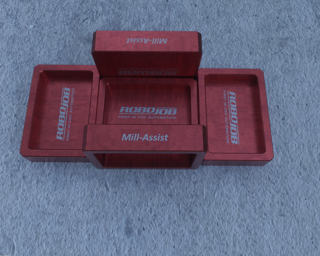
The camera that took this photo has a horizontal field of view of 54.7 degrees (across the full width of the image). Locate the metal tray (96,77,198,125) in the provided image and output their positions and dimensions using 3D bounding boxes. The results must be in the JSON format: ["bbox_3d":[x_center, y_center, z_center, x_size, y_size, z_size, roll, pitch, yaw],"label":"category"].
[{"bbox_3d":[-0.016,-0.021,0.414,0.131,0.030,0.090,1,70,0],"label":"metal tray"}]

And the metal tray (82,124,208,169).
[{"bbox_3d":[-0.016,0.025,0.364,0.131,0.090,0.030,0,70,0],"label":"metal tray"}]

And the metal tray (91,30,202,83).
[{"bbox_3d":[-0.015,-0.088,0.407,0.131,0.090,0.030,0,70,0],"label":"metal tray"}]

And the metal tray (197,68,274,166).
[{"bbox_3d":[0.095,-0.016,0.414,0.091,0.030,0.130,1,70,0],"label":"metal tray"}]

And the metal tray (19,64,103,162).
[{"bbox_3d":[-0.126,-0.021,0.413,0.091,0.030,0.130,1,70,0],"label":"metal tray"}]
